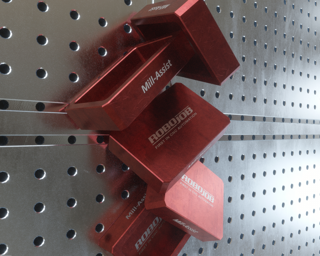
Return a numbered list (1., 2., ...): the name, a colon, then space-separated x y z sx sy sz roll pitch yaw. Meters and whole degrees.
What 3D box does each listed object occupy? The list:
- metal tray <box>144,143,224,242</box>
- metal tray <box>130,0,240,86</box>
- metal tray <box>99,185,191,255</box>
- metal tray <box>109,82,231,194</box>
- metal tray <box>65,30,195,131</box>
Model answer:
1. metal tray: 0.039 0.086 0.413 0.130 0.030 0.090 40 44 -35
2. metal tray: 0.023 -0.100 0.358 0.030 0.130 0.090 -44 118 -8
3. metal tray: -0.004 0.128 0.401 0.131 0.030 0.090 -47 118 -30
4. metal tray: 0.014 0.006 0.380 0.090 0.030 0.131 39 55 17
5. metal tray: -0.032 -0.052 0.338 0.130 0.090 0.030 -50 120 -28
